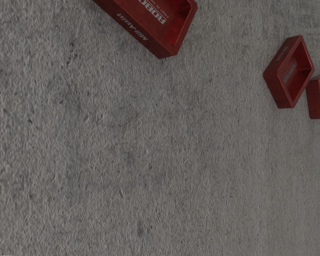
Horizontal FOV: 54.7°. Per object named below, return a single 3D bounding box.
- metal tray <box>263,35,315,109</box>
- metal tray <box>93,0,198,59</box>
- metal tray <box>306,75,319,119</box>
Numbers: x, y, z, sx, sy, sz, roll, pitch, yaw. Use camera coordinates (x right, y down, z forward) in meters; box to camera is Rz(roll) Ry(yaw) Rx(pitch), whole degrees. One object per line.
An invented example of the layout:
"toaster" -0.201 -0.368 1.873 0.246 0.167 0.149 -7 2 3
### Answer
"metal tray" 0.261 -0.112 0.618 0.130 0.030 0.090 -51 120 -28
"metal tray" -0.016 -0.160 0.386 0.130 0.030 0.090 35 68 -34
"metal tray" 0.390 -0.080 0.727 0.131 0.030 0.089 -22 104 -38
